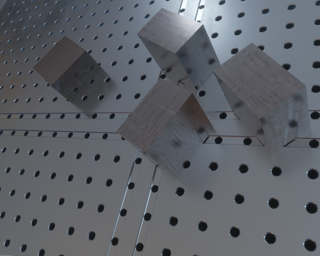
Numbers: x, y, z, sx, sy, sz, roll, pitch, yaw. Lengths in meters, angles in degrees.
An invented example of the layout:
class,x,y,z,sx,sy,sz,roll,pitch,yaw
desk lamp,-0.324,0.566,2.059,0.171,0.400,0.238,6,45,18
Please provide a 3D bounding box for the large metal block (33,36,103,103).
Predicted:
class,x,y,z,sx,sy,sz,roll,pitch,yaw
large metal block,-0.161,-0.104,0.542,0.080,0.050,0.080,-48,51,-5

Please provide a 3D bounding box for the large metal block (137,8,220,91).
class,x,y,z,sx,sy,sz,roll,pitch,yaw
large metal block,0.027,-0.107,0.425,0.050,0.080,0.080,-48,51,-5

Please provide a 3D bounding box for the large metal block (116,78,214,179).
class,x,y,z,sx,sy,sz,roll,pitch,yaw
large metal block,0.010,0.002,0.367,0.050,0.080,0.080,32,79,38

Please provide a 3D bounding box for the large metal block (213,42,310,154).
class,x,y,z,sx,sy,sz,roll,pitch,yaw
large metal block,0.110,-0.031,0.334,0.050,0.080,0.080,-36,51,4
